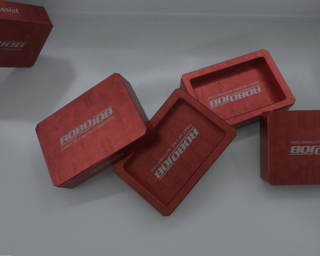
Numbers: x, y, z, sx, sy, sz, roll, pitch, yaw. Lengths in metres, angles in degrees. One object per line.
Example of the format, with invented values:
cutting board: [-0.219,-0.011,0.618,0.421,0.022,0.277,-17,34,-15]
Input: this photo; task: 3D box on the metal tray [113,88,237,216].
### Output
metal tray: [0.018,0.028,0.377,0.090,0.030,0.130,39,91,12]

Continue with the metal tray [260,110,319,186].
metal tray: [0.194,0.023,0.385,0.131,0.030,0.089,-1,91,-1]

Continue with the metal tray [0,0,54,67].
metal tray: [-0.211,-0.114,0.381,0.131,0.090,0.030,-11,68,-46]

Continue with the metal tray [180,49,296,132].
metal tray: [0.103,-0.047,0.425,0.131,0.030,0.090,-19,71,-7]

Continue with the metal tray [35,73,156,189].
metal tray: [-0.081,0.004,0.377,0.130,0.030,0.090,-31,67,10]
